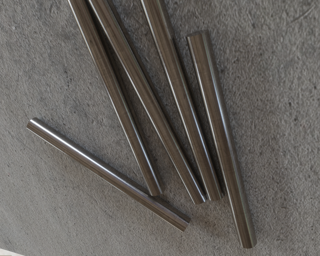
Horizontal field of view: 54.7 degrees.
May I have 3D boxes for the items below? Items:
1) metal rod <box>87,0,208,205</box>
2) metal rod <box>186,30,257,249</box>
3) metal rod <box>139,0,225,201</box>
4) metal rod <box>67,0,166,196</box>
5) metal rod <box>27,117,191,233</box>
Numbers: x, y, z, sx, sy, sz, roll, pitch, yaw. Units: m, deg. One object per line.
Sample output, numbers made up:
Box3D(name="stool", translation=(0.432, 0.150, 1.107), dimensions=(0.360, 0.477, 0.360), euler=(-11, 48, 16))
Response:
Box3D(name="metal rod", translation=(-0.008, -0.027, 0.394), dimensions=(0.025, 0.025, 0.299), euler=(-15, 111, 34))
Box3D(name="metal rod", translation=(0.082, 0.031, 0.382), dimensions=(0.025, 0.025, 0.298), euler=(-4, 117, 30))
Box3D(name="metal rod", translation=(0.028, -0.039, 0.368), dimensions=(0.025, 0.025, 0.299), euler=(-7, 115, 31))
Box3D(name="metal rod", translation=(-0.053, -0.036, 0.412), dimensions=(0.025, 0.025, 0.299), euler=(-7, 115, 31))
Box3D(name="metal rod", translation=(-0.085, 0.071, 0.495), dimensions=(0.301, 0.025, 0.025), euler=(32, 129, 7))
